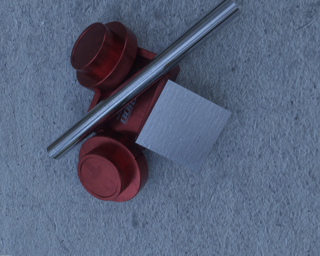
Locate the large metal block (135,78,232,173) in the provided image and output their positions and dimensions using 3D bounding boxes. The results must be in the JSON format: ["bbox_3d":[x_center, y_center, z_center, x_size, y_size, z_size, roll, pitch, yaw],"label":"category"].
[{"bbox_3d":[0.026,-0.005,0.372,0.080,0.050,0.080,27,99,-7],"label":"large metal block"}]

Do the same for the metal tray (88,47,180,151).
[{"bbox_3d":[-0.040,-0.043,0.421,0.090,0.030,0.129,26,98,18],"label":"metal tray"}]

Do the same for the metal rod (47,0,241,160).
[{"bbox_3d":[-0.032,-0.053,0.390,0.300,0.025,0.025,-37,78,16],"label":"metal rod"}]

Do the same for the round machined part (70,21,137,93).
[{"bbox_3d":[-0.080,-0.098,0.408,0.098,0.042,0.098,-19,59,34],"label":"round machined part"}]

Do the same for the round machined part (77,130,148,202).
[{"bbox_3d":[-0.068,0.056,0.407,0.098,0.042,0.097,10,115,23],"label":"round machined part"}]
